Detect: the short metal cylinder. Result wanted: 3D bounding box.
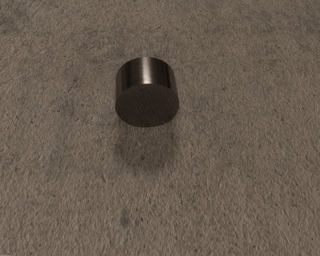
[{"bbox_3d":[-0.018,-0.045,0.405,0.081,0.080,0.050,-3,50,-3],"label":"short metal cylinder"}]
